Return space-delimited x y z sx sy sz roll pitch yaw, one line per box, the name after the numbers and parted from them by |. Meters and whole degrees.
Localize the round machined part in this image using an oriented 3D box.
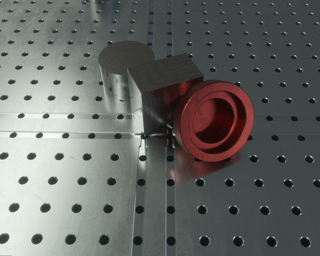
0.061 -0.011 0.380 0.099 0.097 0.042 -19 21 -16 | round machined part

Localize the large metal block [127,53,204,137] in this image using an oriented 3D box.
0.006 -0.043 0.408 0.081 0.080 0.050 -18 52 -14 | large metal block

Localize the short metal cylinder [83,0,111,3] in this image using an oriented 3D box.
-0.132 -0.304 0.646 0.081 0.050 0.080 0 50 0 | short metal cylinder

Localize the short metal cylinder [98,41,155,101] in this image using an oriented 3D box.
-0.048 -0.086 0.463 0.081 0.050 0.080 0 50 0 | short metal cylinder
